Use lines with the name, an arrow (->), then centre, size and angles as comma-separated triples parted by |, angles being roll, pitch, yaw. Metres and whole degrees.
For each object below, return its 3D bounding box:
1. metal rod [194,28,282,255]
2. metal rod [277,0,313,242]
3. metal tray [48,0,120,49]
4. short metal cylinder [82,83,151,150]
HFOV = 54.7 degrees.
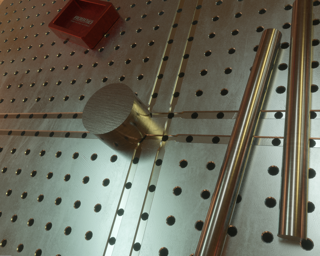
metal rod -> 0.094, 0.009, 0.352 | 0.025, 0.025, 0.300 | 9, 66, 31
metal rod -> 0.154, -0.031, 0.345 | 0.025, 0.025, 0.300 | 0, 62, 28
metal tray -> -0.153, -0.212, 0.612 | 0.130, 0.030, 0.090 | 28, 76, 37
short metal cylinder -> -0.060, -0.016, 0.432 | 0.080, 0.050, 0.080 | -13, 56, 20
